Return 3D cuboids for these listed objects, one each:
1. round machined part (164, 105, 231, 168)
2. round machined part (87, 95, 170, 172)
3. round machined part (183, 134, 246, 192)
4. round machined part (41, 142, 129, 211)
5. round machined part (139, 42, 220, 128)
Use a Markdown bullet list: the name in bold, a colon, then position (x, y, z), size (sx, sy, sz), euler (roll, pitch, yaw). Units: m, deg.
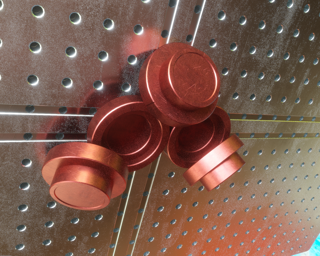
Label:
- **round machined part**: position (0.045, 0.004, 0.429), size (0.099, 0.042, 0.097), euler (-14, 125, -21)
- **round machined part**: position (-0.041, 0.004, 0.380), size (0.099, 0.042, 0.097), euler (-14, 125, -21)
- **round machined part**: position (0.084, 0.055, 0.447), size (0.098, 0.042, 0.098), euler (-36, 167, -9)
- **round machined part**: position (-0.088, 0.062, 0.361), size (0.099, 0.042, 0.097), euler (3, 140, 3)
- **round machined part**: position (0.029, -0.052, 0.352), size (0.099, 0.042, 0.098), euler (6, 78, -28)
